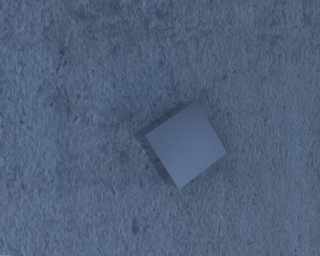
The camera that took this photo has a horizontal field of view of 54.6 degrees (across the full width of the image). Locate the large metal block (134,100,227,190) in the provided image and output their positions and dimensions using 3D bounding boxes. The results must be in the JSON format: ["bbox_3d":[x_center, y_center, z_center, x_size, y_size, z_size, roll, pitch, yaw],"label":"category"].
[{"bbox_3d":[0.026,0.020,0.405,0.080,0.050,0.080,-35,101,-17],"label":"large metal block"}]
